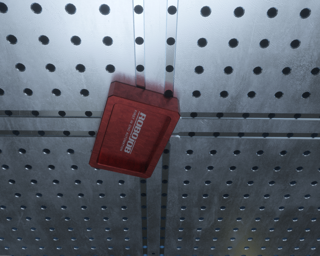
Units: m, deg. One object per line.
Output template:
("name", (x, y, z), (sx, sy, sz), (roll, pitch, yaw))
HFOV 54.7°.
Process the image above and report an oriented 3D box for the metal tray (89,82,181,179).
("metal tray", (-0.037, 0.009, 0.415), (0.091, 0.030, 0.129), (14, 129, -13))
